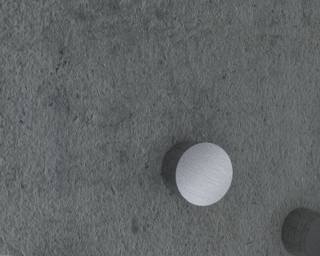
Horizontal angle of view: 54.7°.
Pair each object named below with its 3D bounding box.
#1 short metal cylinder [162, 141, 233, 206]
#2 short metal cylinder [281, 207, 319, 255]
[{"bbox_3d":[0.048,0.058,0.413,0.081,0.050,0.080,0,90,-20],"label":"short metal cylinder"},{"bbox_3d":[0.240,0.170,0.484,0.081,0.050,0.080,0,90,-20],"label":"short metal cylinder"}]
